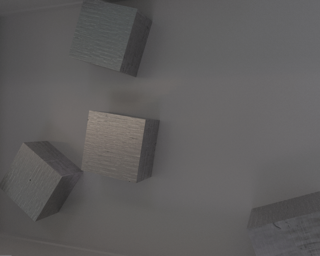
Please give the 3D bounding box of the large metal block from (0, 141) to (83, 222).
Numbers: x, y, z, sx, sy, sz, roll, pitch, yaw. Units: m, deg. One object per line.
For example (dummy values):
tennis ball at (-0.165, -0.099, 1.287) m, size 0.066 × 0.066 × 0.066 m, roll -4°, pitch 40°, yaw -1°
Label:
large metal block at (-0.176, 0.076, 0.459) m, size 0.080 × 0.050 × 0.080 m, roll 36°, pitch 102°, yaw 16°

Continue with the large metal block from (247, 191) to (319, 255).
large metal block at (0.144, 0.110, 0.330) m, size 0.080 × 0.080 × 0.050 m, roll -21°, pitch 83°, yaw 19°

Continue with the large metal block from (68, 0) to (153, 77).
large metal block at (-0.067, -0.121, 0.421) m, size 0.080 × 0.050 × 0.080 m, roll 19°, pitch 96°, yaw 19°

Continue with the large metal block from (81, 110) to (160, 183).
large metal block at (-0.052, 0.022, 0.416) m, size 0.080 × 0.050 × 0.079 m, roll 10°, pitch 93°, yaw 19°
